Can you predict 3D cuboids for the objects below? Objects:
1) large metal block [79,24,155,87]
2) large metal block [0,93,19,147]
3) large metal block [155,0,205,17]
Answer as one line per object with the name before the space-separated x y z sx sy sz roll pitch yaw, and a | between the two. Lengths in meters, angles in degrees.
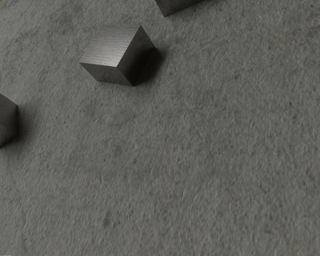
large metal block | -0.068 -0.117 0.494 0.080 0.050 0.080 14 69 33
large metal block | -0.296 -0.022 0.534 0.050 0.080 0.080 -31 52 8
large metal block | 0.031 -0.246 0.521 0.080 0.050 0.080 -17 55 18
